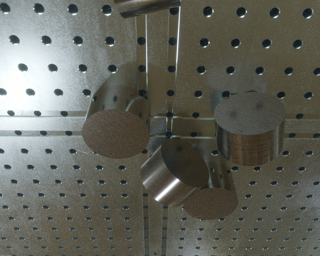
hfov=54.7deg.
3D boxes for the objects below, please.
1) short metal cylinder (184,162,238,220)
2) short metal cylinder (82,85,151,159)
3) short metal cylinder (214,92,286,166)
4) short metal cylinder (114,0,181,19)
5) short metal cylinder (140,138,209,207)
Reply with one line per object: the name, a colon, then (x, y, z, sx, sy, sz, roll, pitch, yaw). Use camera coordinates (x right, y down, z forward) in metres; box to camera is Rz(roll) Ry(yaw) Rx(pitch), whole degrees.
short metal cylinder: (0.076, 0.098, 0.479, 0.081, 0.050, 0.079, 0, 130, 0)
short metal cylinder: (-0.052, -0.007, 0.389, 0.081, 0.050, 0.079, 0, 130, 0)
short metal cylinder: (0.108, 0.000, 0.376, 0.080, 0.080, 0.050, -9, 130, 7)
short metal cylinder: (-0.015, -0.138, 0.258, 0.050, 0.080, 0.080, -10, 130, 8)
short metal cylinder: (0.021, 0.061, 0.427, 0.080, 0.080, 0.050, 27, 125, -21)
